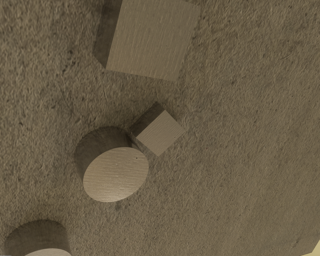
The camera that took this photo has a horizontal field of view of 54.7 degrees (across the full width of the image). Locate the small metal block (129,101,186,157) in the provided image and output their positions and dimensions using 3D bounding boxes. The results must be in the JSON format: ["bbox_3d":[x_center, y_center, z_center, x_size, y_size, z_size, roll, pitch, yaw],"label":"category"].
[{"bbox_3d":[-0.003,0.002,0.407,0.050,0.025,0.050,-44,130,2],"label":"small metal block"}]

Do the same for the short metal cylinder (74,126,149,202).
[{"bbox_3d":[-0.061,0.045,0.385,0.081,0.050,0.079,-14,124,-21],"label":"short metal cylinder"}]

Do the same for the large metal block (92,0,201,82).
[{"bbox_3d":[-0.016,-0.100,0.320,0.081,0.050,0.079,5,116,-31],"label":"large metal block"}]

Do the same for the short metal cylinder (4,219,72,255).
[{"bbox_3d":[-0.160,0.169,0.408,0.081,0.050,0.079,-14,124,-21],"label":"short metal cylinder"}]
